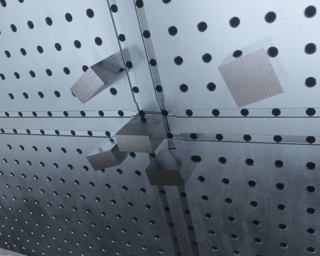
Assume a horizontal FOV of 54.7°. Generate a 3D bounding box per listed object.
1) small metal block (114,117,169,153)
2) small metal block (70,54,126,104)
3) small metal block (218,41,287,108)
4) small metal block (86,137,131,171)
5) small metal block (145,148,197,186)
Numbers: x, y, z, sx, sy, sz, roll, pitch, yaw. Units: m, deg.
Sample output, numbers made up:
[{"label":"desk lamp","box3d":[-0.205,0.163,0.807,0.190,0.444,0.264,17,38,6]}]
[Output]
[{"label":"small metal block","box3d":[-0.023,0.008,0.411,0.050,0.050,0.025,1,119,27]},{"label":"small metal block","box3d":[-0.079,-0.063,0.397,0.050,0.050,0.025,-34,99,38]},{"label":"small metal block","box3d":[0.097,-0.055,0.325,0.050,0.025,0.050,-20,108,35]},{"label":"small metal block","box3d":[-0.070,0.034,0.451,0.050,0.050,0.025,-17,109,34]},{"label":"small metal block","box3d":[0.016,0.052,0.418,0.050,0.050,0.025,-5,116,30]}]
